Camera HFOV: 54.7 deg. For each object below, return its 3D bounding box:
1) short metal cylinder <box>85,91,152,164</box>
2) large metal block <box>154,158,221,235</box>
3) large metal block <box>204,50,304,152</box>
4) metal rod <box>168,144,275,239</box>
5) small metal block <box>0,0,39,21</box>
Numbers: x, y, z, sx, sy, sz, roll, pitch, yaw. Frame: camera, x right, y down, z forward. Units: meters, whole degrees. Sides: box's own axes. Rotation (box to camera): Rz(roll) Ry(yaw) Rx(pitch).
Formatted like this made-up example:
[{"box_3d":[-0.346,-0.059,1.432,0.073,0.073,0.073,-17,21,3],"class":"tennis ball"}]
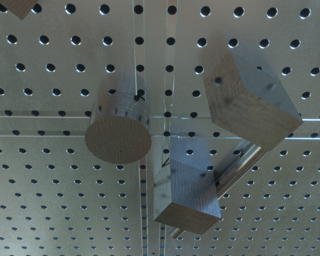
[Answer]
[{"box_3d":[-0.051,0.000,0.395,0.081,0.050,0.079,0,130,0],"class":"short metal cylinder"},{"box_3d":[0.038,0.102,0.464,0.080,0.080,0.050,23,126,-19],"class":"large metal block"},{"box_3d":[0.102,-0.031,0.351,0.080,0.080,0.050,25,126,-20],"class":"large metal block"},{"box_3d":[0.096,0.095,0.493,0.025,0.025,0.298,22,127,-18],"class":"metal rod"},{"box_3d":[-0.134,-0.140,0.290,0.050,0.025,0.050,-35,122,26],"class":"small metal block"}]
